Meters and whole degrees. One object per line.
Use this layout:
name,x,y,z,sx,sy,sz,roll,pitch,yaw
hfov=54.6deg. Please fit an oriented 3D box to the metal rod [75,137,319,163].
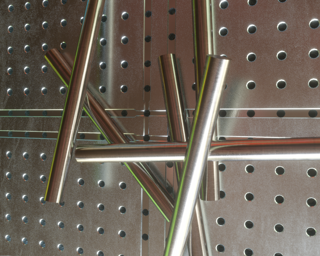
metal rod,0.033,0.028,0.373,0.301,0.025,0.025,-3,89,20

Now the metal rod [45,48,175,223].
metal rod,-0.072,0.002,0.438,0.025,0.025,0.300,-42,77,15

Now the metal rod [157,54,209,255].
metal rod,0.032,0.053,0.401,0.025,0.025,0.299,-10,87,20

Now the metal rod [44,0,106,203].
metal rod,-0.114,-0.050,0.426,0.025,0.025,0.299,7,82,20

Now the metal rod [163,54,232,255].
metal rod,0.034,0.067,0.357,0.025,0.025,0.298,18,113,19

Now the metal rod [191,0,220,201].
metal rod,0.057,-0.060,0.392,0.025,0.025,0.298,-3,89,20
